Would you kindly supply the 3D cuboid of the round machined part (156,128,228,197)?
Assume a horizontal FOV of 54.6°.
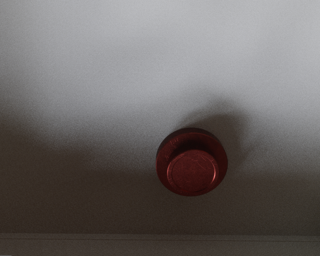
[{"bbox_3d":[0.044,0.052,0.422,0.099,0.042,0.097,0,110,0],"label":"round machined part"}]
